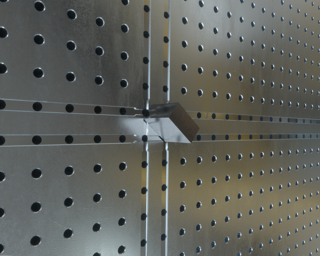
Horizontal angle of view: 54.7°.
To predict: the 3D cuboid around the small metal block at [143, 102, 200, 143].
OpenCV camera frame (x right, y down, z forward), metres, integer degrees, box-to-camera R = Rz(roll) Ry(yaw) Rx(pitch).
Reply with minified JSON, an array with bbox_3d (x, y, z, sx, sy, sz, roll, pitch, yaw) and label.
[{"bbox_3d":[0.015,-0.006,0.407,0.050,0.050,0.025,48,62,-30],"label":"small metal block"}]
